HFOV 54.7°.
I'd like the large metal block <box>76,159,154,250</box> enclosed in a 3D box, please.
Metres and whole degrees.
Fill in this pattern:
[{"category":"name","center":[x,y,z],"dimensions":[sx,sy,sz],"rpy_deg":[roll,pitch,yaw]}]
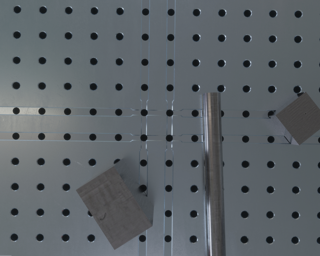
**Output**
[{"category":"large metal block","center":[-0.051,0.089,0.385],"dimensions":[0.050,0.080,0.080],"rpy_deg":[-33,90,0]}]

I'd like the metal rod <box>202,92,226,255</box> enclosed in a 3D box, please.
[{"category":"metal rod","center":[0.073,0.103,0.413],"dimensions":[0.025,0.025,0.298],"rpy_deg":[-2,90,0]}]

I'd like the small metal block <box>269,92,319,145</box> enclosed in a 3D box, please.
[{"category":"small metal block","center":[0.185,-0.012,0.415],"dimensions":[0.050,0.025,0.050],"rpy_deg":[-38,90,0]}]
